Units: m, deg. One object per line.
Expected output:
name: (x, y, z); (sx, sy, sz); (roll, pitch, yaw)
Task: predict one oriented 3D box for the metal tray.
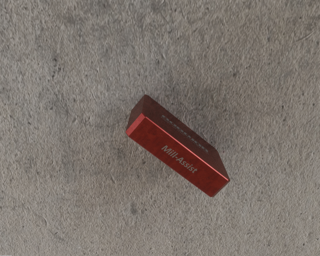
metal tray: (0.022, 0.019, 0.384); (0.130, 0.090, 0.030); (38, 106, -13)
